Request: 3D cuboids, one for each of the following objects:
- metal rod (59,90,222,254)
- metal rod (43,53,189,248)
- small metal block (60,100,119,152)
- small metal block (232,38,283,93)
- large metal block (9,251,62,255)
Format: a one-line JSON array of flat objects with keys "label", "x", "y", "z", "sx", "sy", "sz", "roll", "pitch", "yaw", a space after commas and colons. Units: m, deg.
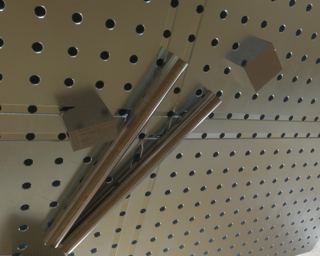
[{"label": "metal rod", "x": -0.030, "y": 0.062, "z": 0.433, "sx": 0.300, "sy": 0.025, "sz": 0.025, "roll": -45, "pitch": 129, "yaw": 3}, {"label": "metal rod", "x": -0.062, "y": 0.036, "z": 0.398, "sx": 0.025, "sy": 0.025, "sz": 0.299, "roll": 28, "pitch": 103, "yaw": -38}, {"label": "small metal block", "x": -0.080, "y": -0.004, "z": 0.349, "sx": 0.050, "sy": 0.050, "sz": 0.025, "roll": -17, "pitch": 125, "yaw": -19}, {"label": "small metal block", "x": 0.137, "y": -0.087, "z": 0.432, "sx": 0.050, "sy": 0.025, "sz": 0.050, "roll": -42, "pitch": 130, "yaw": 0}, {"label": "large metal block", "x": -0.170, "y": 0.220, "z": 0.419, "sx": 0.080, "sy": 0.080, "sz": 0.050, "roll": 26, "pitch": 104, "yaw": -37}]
